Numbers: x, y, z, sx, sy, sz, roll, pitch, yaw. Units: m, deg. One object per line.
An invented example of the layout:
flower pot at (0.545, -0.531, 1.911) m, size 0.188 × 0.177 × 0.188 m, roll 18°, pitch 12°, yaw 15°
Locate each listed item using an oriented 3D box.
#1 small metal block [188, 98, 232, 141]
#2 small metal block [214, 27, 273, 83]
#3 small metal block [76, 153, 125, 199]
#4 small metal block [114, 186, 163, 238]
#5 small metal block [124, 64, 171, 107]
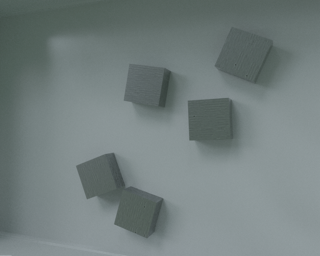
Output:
small metal block at (0.063, -0.010, 0.388) m, size 0.050 × 0.025 × 0.050 m, roll -2°, pitch 89°, yaw 20°
small metal block at (0.101, -0.087, 0.375) m, size 0.050 × 0.025 × 0.050 m, roll 26°, pitch 98°, yaw 18°
small metal block at (-0.084, 0.068, 0.440) m, size 0.050 × 0.025 × 0.050 m, roll -22°, pitch 83°, yaw 18°
small metal block at (-0.029, 0.113, 0.421) m, size 0.050 × 0.025 × 0.050 m, roll 17°, pitch 96°, yaw 19°
small metal block at (-0.017, -0.057, 0.416) m, size 0.050 × 0.025 × 0.050 m, roll 11°, pitch 94°, yaw 19°
